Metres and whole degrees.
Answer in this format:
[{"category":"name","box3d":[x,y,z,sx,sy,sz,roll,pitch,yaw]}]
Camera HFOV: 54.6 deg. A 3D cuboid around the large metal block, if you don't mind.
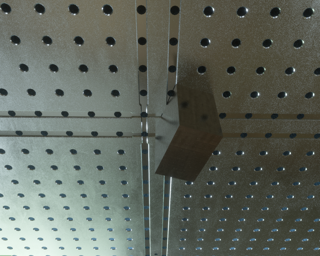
[{"category":"large metal block","box3d":[0.031,0.006,0.381,0.050,0.080,0.080,15,129,-12]}]
